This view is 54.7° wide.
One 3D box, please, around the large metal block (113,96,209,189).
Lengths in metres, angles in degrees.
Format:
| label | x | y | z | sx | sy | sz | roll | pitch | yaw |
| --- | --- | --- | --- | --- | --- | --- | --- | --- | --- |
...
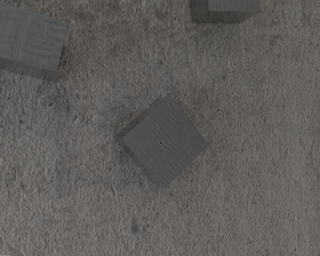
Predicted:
| label | x | y | z | sx | sy | sz | roll | pitch | yaw |
| --- | --- | --- | --- | --- | --- | --- | --- | --- | --- |
| large metal block | 0.001 | 0.017 | 0.396 | 0.080 | 0.050 | 0.080 | -42 | 104 | -15 |

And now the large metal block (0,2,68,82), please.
| label | x | y | z | sx | sy | sz | roll | pitch | yaw |
| --- | --- | --- | --- | --- | --- | --- | --- | --- | --- |
| large metal block | -0.146 | -0.087 | 0.326 | 0.081 | 0.080 | 0.050 | 13 | 86 | -20 |

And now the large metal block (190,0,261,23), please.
| label | x | y | z | sx | sy | sz | roll | pitch | yaw |
| --- | --- | --- | --- | --- | --- | --- | --- | --- | --- |
| large metal block | 0.087 | -0.192 | 0.427 | 0.081 | 0.050 | 0.080 | -7 | 93 | -20 |
